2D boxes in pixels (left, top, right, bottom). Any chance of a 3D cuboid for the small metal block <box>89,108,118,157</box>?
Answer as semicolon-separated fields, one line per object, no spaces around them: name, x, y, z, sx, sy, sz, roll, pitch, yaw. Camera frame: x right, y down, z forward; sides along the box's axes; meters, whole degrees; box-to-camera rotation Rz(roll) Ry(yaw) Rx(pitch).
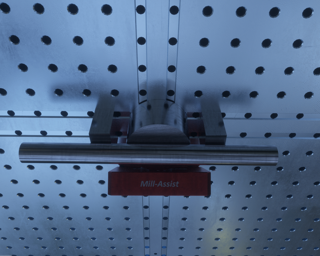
small metal block;-0.072;0.009;0.403;0.025;0.050;0.050;-1;130;0

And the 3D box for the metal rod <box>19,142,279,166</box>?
metal rod;-0.013;0.031;0.372;0.302;0.025;0.025;1;130;-1

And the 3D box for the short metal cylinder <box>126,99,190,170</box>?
short metal cylinder;-0.002;0.010;0.403;0.081;0.050;0.079;0;130;0

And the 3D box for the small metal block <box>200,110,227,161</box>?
small metal block;0.068;0.012;0.406;0.025;0.050;0.050;-1;130;0

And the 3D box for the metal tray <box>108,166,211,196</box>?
metal tray;-0.001;0.072;0.433;0.131;0.090;0.030;0;87;-1
